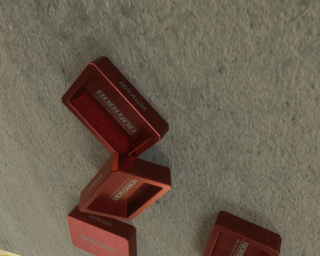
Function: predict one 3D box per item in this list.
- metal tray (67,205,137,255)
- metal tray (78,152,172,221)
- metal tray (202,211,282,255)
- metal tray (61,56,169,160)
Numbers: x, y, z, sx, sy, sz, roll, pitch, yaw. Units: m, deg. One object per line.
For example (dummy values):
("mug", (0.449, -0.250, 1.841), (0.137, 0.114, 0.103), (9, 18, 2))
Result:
("metal tray", (-0.109, 0.206, 0.586), (0.130, 0.030, 0.089), (14, 124, 19))
("metal tray", (-0.054, 0.092, 0.459), (0.091, 0.030, 0.129), (21, 134, -25))
("metal tray", (0.113, 0.192, 0.461), (0.090, 0.030, 0.129), (21, 126, 15))
("metal tray", (-0.062, -0.020, 0.422), (0.130, 0.030, 0.090), (48, 129, -6))
